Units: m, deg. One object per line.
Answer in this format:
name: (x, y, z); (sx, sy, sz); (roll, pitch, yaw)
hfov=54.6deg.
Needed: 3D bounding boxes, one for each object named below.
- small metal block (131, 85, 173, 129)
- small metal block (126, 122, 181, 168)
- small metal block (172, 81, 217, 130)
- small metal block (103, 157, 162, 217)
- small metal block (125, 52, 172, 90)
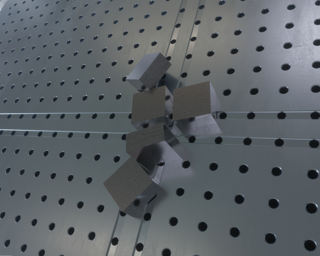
small metal block: (-0.011, -0.026, 0.431); (0.050, 0.025, 0.050); (-12, 57, 21)
small metal block: (-0.008, 0.023, 0.383); (0.050, 0.050, 0.025); (-18, 55, 18)
small metal block: (0.045, -0.029, 0.403); (0.050, 0.025, 0.050); (-11, 57, 22)
small metal block: (-0.034, 0.072, 0.383); (0.050, 0.025, 0.050); (-44, 51, -2)
small metal block: (-0.018, -0.083, 0.457); (0.050, 0.025, 0.050); (-54, 27, -10)
